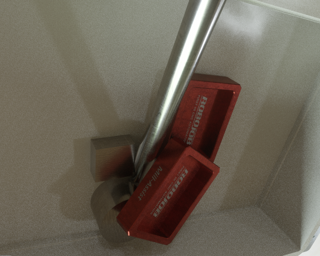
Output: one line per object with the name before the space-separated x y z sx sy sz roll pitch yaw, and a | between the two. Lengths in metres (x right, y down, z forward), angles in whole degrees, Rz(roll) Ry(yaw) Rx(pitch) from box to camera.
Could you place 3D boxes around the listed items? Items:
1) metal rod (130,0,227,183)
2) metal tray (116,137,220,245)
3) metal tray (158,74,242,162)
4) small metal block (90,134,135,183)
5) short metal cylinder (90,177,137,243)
metal rod | 0.004 -0.019 0.321 0.025 0.025 0.298 -10 148 -23
metal tray | 0.014 0.086 0.409 0.090 0.030 0.130 36 88 -45
metal tray | 0.050 -0.008 0.429 0.091 0.030 0.129 1 118 -29
small metal block | -0.062 0.039 0.400 0.050 0.025 0.050 -7 122 -25
short metal cylinder | -0.052 0.113 0.436 0.081 0.050 0.079 -14 124 -21
